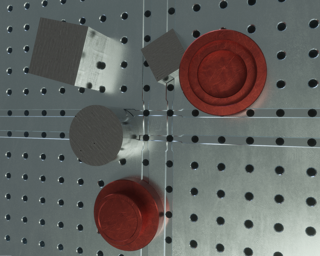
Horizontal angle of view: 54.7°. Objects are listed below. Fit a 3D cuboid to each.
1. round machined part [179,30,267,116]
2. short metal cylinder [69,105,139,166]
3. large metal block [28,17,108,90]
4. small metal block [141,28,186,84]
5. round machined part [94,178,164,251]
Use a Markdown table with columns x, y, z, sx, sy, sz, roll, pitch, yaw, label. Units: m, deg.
| x | y | z | sx | sy | sz | roll | pitch | yaw | label |
| --- | --- | --- | --- | --- | --- | --- | --- | --- | --- |
| 0.074 | -0.064 | 0.372 | 0.098 | 0.042 | 0.097 | 1 | 95 | 11 | round machined part |
| -0.076 | 0.010 | 0.426 | 0.080 | 0.050 | 0.080 | 0 | 90 | 20 | short metal cylinder |
| -0.132 | -0.106 | 0.446 | 0.080 | 0.050 | 0.080 | 17 | 96 | 19 | large metal block |
| 0.011 | -0.093 | 0.409 | 0.050 | 0.025 | 0.050 | -29 | 81 | 17 | small metal block |
| -0.048 | 0.119 | 0.420 | 0.098 | 0.042 | 0.097 | 0 | 90 | 20 | round machined part |
